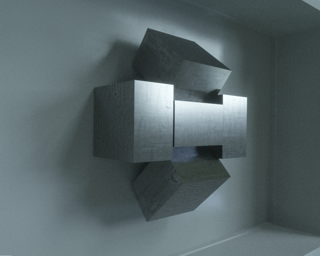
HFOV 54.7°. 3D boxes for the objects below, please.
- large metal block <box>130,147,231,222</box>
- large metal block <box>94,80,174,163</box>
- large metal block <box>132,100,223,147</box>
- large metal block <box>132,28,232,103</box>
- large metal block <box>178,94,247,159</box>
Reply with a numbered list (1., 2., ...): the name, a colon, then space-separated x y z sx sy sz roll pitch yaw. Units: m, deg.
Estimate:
1. large metal block: 0.024 0.066 0.381 0.081 0.080 0.050 1 48 -41
2. large metal block: -0.031 -0.006 0.343 0.050 0.080 0.080 1 90 -40
3. large metal block: 0.021 -0.005 0.386 0.081 0.080 0.050 1 90 -40
4. large metal block: 0.026 -0.075 0.382 0.081 0.080 0.050 2 126 -40
5. large metal block: 0.071 -0.002 0.429 0.050 0.080 0.080 1 90 -40
